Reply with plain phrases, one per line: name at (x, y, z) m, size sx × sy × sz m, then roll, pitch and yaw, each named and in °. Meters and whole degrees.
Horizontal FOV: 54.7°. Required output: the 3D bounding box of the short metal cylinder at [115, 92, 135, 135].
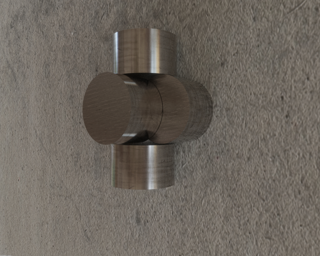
short metal cylinder at (-0.045, -0.022, 0.425) m, size 0.080 × 0.050 × 0.079 m, roll 0°, pitch 90°, yaw 39°

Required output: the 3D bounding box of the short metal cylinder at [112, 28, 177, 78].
short metal cylinder at (-0.019, -0.087, 0.385) m, size 0.080 × 0.081 × 0.050 m, roll 0°, pitch 90°, yaw 39°

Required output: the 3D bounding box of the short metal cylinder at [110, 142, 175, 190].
short metal cylinder at (-0.022, 0.044, 0.387) m, size 0.080 × 0.081 × 0.050 m, roll 1°, pitch 91°, yaw 39°

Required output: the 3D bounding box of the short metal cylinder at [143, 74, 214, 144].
short metal cylinder at (0.017, -0.022, 0.374) m, size 0.080 × 0.050 × 0.079 m, roll 0°, pitch 90°, yaw 39°

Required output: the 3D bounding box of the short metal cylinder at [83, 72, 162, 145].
short metal cylinder at (-0.044, -0.022, 0.359) m, size 0.080 × 0.050 × 0.079 m, roll 0°, pitch 90°, yaw 39°
